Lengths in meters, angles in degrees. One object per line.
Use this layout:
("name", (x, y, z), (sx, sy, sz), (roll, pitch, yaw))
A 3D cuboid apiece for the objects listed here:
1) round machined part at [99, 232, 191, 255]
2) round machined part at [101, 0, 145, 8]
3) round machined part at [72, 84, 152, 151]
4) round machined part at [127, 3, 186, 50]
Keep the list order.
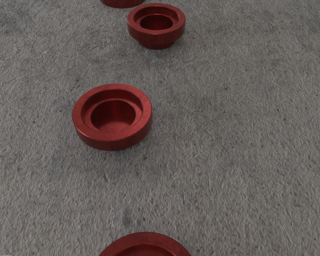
("round machined part", (-0.013, 0.146, 0.269), (0.099, 0.042, 0.098), (0, 50, 0))
("round machined part", (-0.077, -0.290, 0.635), (0.099, 0.042, 0.098), (0, 50, 0))
("round machined part", (-0.059, -0.009, 0.399), (0.099, 0.042, 0.098), (0, 50, 0))
("round machined part", (-0.006, -0.173, 0.537), (0.099, 0.042, 0.098), (0, 50, 0))
